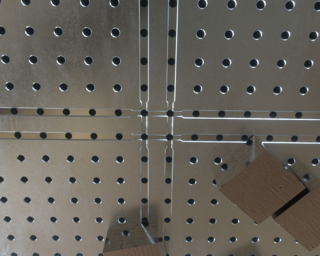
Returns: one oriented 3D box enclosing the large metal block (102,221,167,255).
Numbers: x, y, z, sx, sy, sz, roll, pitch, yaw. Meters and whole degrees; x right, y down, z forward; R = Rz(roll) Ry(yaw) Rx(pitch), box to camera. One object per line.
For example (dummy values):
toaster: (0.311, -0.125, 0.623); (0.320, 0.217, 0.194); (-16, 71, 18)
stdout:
large metal block: (-0.034, 0.197, 0.472); (0.080, 0.050, 0.080); (-12, 110, 4)

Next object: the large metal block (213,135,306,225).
large metal block: (0.133, 0.071, 0.427); (0.080, 0.050, 0.080); (41, 105, -14)

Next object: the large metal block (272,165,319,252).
large metal block: (0.211, 0.115, 0.444); (0.080, 0.050, 0.080); (42, 105, -14)
